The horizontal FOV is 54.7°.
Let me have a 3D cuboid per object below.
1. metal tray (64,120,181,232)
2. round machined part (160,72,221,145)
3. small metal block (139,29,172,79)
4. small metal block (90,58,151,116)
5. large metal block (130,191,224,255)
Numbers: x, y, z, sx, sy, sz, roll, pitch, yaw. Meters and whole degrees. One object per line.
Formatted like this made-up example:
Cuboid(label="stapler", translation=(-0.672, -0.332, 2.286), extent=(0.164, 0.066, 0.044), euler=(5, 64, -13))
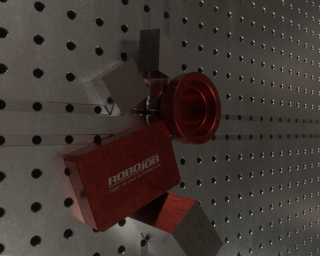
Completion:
Cuboid(label="metal tray", translation=(-0.038, 0.052, 0.376), extent=(0.131, 0.030, 0.089), euler=(-24, 106, -38))
Cuboid(label="round machined part", translation=(0.038, -0.026, 0.431), extent=(0.099, 0.042, 0.097), euler=(1, 88, -43))
Cuboid(label="small metal block", translation=(-0.005, -0.092, 0.392), extent=(0.050, 0.025, 0.050), euler=(6, 86, -72))
Cuboid(label="small metal block", translation=(-0.046, -0.049, 0.372), extent=(0.050, 0.025, 0.050), euler=(-42, 116, -32))
Cuboid(label="large metal block", translation=(0.020, 0.130, 0.393), extent=(0.050, 0.080, 0.080), euler=(-46, 118, -30))
